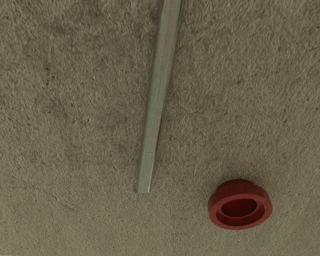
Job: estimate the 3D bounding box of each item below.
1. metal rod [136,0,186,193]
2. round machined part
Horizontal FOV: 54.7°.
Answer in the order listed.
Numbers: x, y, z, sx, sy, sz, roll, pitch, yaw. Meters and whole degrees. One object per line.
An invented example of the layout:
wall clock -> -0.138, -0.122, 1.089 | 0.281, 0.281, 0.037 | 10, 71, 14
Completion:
metal rod -> -0.006, -0.020, 0.389 | 0.025, 0.025, 0.298 | 6, 130, -5
round machined part -> 0.126, 0.120, 0.500 | 0.099, 0.042, 0.097 | -1, 130, 0
